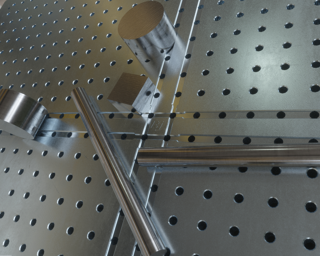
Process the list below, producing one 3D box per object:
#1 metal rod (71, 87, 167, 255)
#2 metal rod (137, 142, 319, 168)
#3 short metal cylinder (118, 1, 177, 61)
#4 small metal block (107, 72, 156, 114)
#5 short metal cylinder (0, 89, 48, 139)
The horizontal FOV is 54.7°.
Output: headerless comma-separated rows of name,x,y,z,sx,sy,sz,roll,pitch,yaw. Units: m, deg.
metal rod,-0.069,0.039,0.420,0.025,0.025,0.300,-37,51,3
metal rod,0.112,0.030,0.331,0.300,0.025,0.025,-3,60,26
short metal cylinder,-0.020,-0.156,0.499,0.080,0.050,0.080,-13,56,21
small metal block,-0.043,-0.053,0.463,0.050,0.025,0.050,17,70,34
short metal cylinder,-0.235,-0.021,0.509,0.080,0.080,0.050,6,65,31
